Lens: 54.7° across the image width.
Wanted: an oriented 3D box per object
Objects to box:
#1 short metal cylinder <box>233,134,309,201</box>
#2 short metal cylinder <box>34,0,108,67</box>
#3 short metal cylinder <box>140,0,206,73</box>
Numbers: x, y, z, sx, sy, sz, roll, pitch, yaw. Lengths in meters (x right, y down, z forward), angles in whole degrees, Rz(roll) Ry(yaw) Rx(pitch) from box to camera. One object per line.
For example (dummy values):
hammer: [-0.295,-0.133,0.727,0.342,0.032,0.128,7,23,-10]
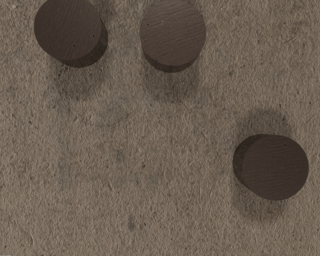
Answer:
short metal cylinder: [0.140,0.048,0.399,0.081,0.050,0.079,0,90,-1]
short metal cylinder: [-0.111,-0.121,0.396,0.081,0.050,0.079,0,90,-1]
short metal cylinder: [0.016,-0.115,0.398,0.081,0.050,0.079,0,90,-1]
